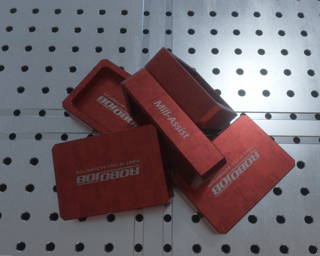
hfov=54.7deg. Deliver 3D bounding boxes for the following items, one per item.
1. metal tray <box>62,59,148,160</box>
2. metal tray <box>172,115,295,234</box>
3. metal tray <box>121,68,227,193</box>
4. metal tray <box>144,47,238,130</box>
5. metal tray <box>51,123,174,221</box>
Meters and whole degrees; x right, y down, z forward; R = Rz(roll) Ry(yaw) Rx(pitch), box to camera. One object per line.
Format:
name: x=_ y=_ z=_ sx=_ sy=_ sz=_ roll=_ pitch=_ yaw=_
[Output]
metal tray: x=-0.051 y=-0.024 z=0.417 sx=0.130 sy=0.030 sz=0.090 roll=34 pitch=73 yaw=11
metal tray: x=0.090 y=0.056 z=0.388 sx=0.130 sy=0.030 sz=0.090 roll=-39 pitch=75 yaw=-14
metal tray: x=0.011 y=0.006 z=0.343 sx=0.030 sy=0.090 sz=0.130 roll=-37 pitch=75 yaw=-12
metal tray: x=0.043 y=-0.041 z=0.372 sx=0.030 sy=0.130 sz=0.090 roll=-45 pitch=74 yaw=15
metal tray: x=-0.056 y=0.052 z=0.364 sx=0.131 sy=0.030 sz=0.090 roll=-12 pitch=81 yaw=10
